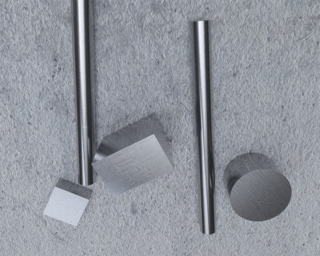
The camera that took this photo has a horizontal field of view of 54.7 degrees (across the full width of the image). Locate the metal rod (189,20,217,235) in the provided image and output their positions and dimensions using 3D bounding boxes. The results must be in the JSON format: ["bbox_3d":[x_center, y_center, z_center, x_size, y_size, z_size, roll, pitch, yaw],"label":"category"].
[{"bbox_3d":[0.060,0.013,0.415,0.025,0.025,0.298,-5,110,1],"label":"metal rod"}]

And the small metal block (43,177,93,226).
[{"bbox_3d":[-0.133,0.107,0.447,0.050,0.025,0.050,25,108,-9],"label":"small metal block"}]

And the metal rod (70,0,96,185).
[{"bbox_3d":[-0.094,-0.065,0.384,0.025,0.025,0.298,3,110,-2],"label":"metal rod"}]

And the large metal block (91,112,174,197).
[{"bbox_3d":[-0.031,0.031,0.391,0.080,0.080,0.050,-26,108,9],"label":"large metal block"}]

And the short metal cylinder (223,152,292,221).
[{"bbox_3d":[0.132,0.080,0.428,0.081,0.050,0.079,0,110,-1],"label":"short metal cylinder"}]
